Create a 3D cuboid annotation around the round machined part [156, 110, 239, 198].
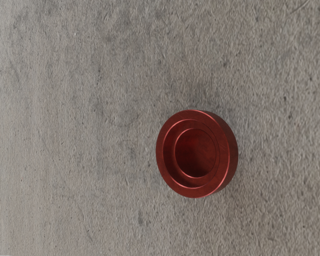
[{"bbox_3d":[0.045,0.028,0.357,0.098,0.042,0.097,0,90,40],"label":"round machined part"}]
